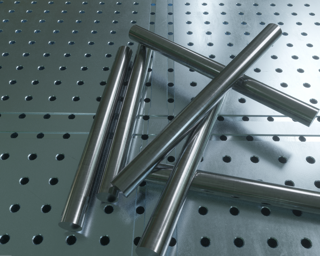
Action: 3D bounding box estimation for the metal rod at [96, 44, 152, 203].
[{"bbox_3d":[-0.040,-0.037,0.438,0.025,0.025,0.300,5,50,4],"label":"metal rod"}]

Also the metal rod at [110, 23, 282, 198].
[{"bbox_3d":[0.057,-0.034,0.379,0.025,0.025,0.301,35,68,26],"label":"metal rod"}]

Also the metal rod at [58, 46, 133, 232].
[{"bbox_3d":[-0.075,-0.012,0.417,0.025,0.025,0.300,5,50,4],"label":"metal rod"}]

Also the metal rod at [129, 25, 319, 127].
[{"bbox_3d":[0.073,-0.084,0.440,0.300,0.025,0.025,32,57,25],"label":"metal rod"}]

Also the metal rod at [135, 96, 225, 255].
[{"bbox_3d":[0.044,0.015,0.368,0.025,0.025,0.301,16,44,13],"label":"metal rod"}]

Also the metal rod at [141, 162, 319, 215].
[{"bbox_3d":[0.125,0.074,0.346,0.301,0.025,0.025,9,51,8],"label":"metal rod"}]
